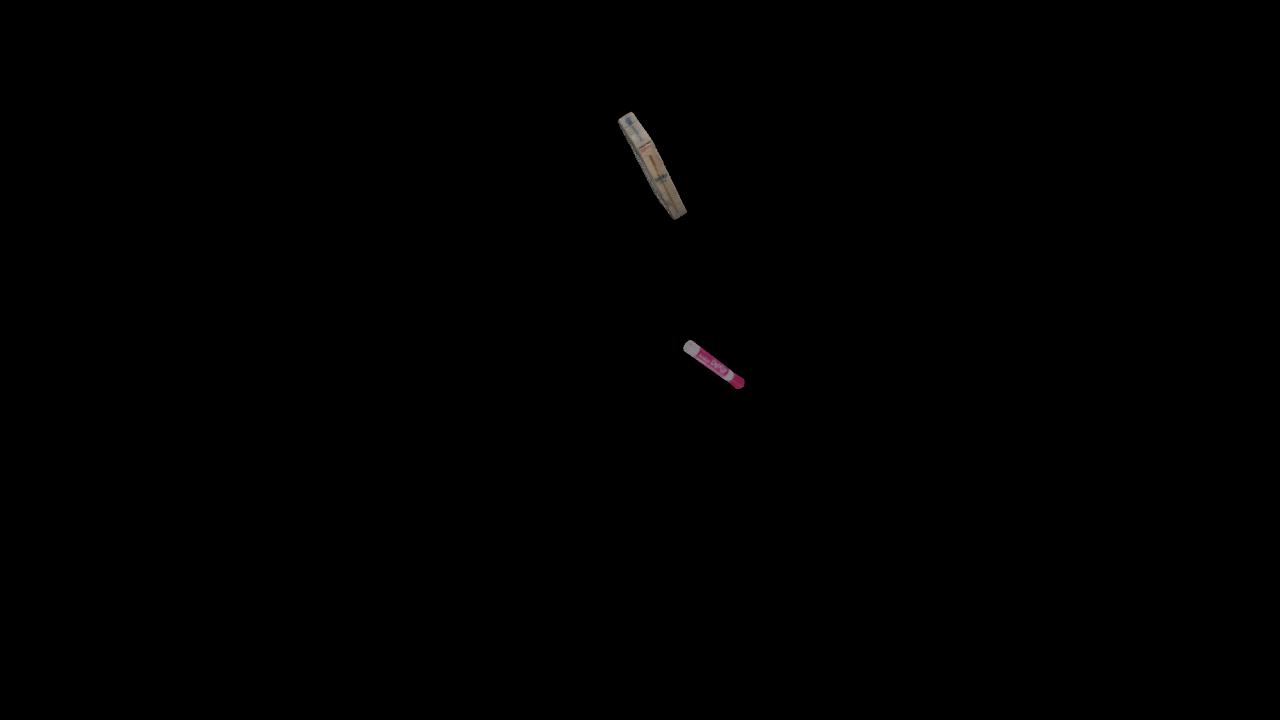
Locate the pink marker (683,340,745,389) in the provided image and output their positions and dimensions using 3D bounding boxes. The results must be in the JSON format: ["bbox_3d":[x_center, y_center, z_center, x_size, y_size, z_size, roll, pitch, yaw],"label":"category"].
[{"bbox_3d":[0.109,0.009,0.885,0.121,0.020,0.020,34,-19,-31],"label":"pink marker"}]

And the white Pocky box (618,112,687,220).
[{"bbox_3d":[0.020,-0.287,0.921,0.028,0.084,0.154,-31,-36,6],"label":"white Pocky box"}]
